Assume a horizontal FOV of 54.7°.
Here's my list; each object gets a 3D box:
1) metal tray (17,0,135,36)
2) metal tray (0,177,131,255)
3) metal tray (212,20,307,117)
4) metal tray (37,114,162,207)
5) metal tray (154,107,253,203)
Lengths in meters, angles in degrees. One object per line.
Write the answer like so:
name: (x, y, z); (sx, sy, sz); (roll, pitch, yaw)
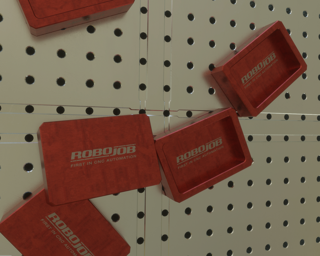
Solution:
metal tray: (-0.106, -0.174, 0.370); (0.131, 0.030, 0.090); (-23, 98, -19)
metal tray: (-0.110, 0.128, 0.370); (0.090, 0.030, 0.130); (-40, 103, -16)
metal tray: (0.152, -0.088, 0.467); (0.130, 0.030, 0.090); (-40, 103, -16)
metal tray: (-0.069, 0.034, 0.365); (0.131, 0.030, 0.090); (-7, 79, -28)
metal tray: (0.058, 0.034, 0.432); (0.131, 0.030, 0.090); (-23, 98, -19)
